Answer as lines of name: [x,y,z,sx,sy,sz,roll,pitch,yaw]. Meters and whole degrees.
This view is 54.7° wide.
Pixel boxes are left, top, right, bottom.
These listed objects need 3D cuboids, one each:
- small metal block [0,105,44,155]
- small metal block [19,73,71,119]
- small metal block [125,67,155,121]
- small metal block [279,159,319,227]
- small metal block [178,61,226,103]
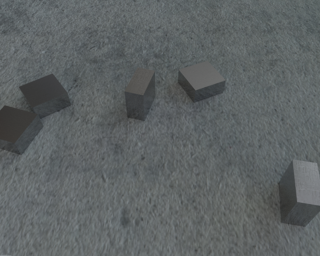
small metal block: [-0.190,0.002,0.399,0.050,0.025,0.050,15,51,11]
small metal block: [-0.163,-0.045,0.439,0.050,0.025,0.050,-29,56,-22]
small metal block: [-0.026,-0.046,0.426,0.025,0.050,0.050,13,51,10]
small metal block: [0.148,0.070,0.330,0.025,0.050,0.050,8,51,6]
small metal block: [0.061,-0.070,0.463,0.050,0.025,0.050,-20,53,-17]
